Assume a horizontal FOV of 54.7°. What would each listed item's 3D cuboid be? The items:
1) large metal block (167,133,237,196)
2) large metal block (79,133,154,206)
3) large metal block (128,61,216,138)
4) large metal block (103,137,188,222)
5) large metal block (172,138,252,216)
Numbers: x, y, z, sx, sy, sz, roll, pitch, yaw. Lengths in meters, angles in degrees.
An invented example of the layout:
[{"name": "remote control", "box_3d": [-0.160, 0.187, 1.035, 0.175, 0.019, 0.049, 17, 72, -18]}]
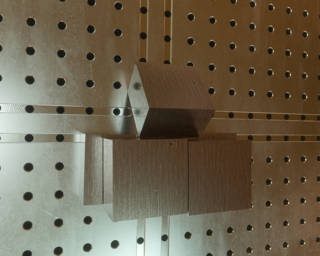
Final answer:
[{"name": "large metal block", "box_3d": [0.056, 0.047, 0.421, 0.081, 0.050, 0.079, -1, 91, -20]}, {"name": "large metal block", "box_3d": [-0.055, 0.047, 0.380, 0.081, 0.050, 0.079, 2, 90, -21]}, {"name": "large metal block", "box_3d": [0.011, -0.034, 0.382, 0.081, 0.050, 0.080, 0, 48, -21]}, {"name": "large metal block", "box_3d": [-0.017, 0.051, 0.338, 0.081, 0.050, 0.079, 0, 90, -21]}, {"name": "large metal block", "box_3d": [0.060, 0.053, 0.367, 0.081, 0.050, 0.079, 0, 90, -21]}]
